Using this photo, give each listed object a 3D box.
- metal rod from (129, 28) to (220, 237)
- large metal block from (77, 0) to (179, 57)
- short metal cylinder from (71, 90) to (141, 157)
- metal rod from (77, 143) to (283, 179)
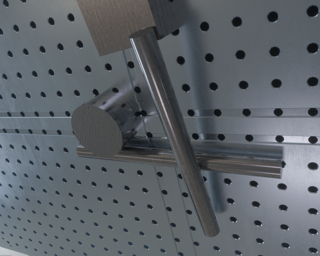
[{"bbox_3d":[0.028,0.029,0.373,0.025,0.025,0.299,-2,126,29],"label":"metal rod"},{"bbox_3d":[-0.036,-0.131,0.333,0.080,0.050,0.080,-7,115,31],"label":"large metal block"},{"bbox_3d":[-0.074,-0.006,0.430,0.080,0.050,0.079,13,124,21],"label":"short metal cylinder"},{"bbox_3d":[0.009,0.041,0.431,0.301,0.025,0.025,3,120,26],"label":"metal rod"}]
